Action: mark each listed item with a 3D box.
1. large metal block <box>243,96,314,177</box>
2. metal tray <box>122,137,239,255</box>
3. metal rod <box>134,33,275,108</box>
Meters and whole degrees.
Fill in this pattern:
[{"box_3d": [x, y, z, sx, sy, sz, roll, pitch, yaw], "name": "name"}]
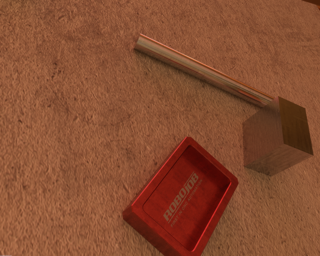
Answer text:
[{"box_3d": [0.168, 0.014, 0.453, 0.050, 0.080, 0.080, 21, 54, -17], "name": "large metal block"}, {"box_3d": [0.030, 0.082, 0.367, 0.090, 0.030, 0.131, 42, 51, 0], "name": "metal tray"}, {"box_3d": [0.100, -0.078, 0.507, 0.302, 0.025, 0.025, 22, 54, -16], "name": "metal rod"}]
